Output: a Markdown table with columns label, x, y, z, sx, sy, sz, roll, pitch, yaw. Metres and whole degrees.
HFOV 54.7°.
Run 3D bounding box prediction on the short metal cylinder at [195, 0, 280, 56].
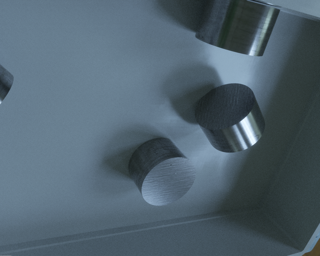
| label | x | y | z | sx | sy | sz | roll | pitch | yaw |
| --- | --- | --- | --- | --- | --- | --- | --- | --- | --- |
| short metal cylinder | 0.085 | -0.117 | 0.347 | 0.081 | 0.080 | 0.050 | 1 | 118 | -29 |

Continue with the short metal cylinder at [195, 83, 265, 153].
| label | x | y | z | sx | sy | sz | roll | pitch | yaw |
| --- | --- | --- | --- | --- | --- | --- | --- | --- | --- |
| short metal cylinder | 0.094 | -0.014 | 0.415 | 0.080 | 0.080 | 0.050 | -39 | 129 | -2 |

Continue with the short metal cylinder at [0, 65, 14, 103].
| label | x | y | z | sx | sy | sz | roll | pitch | yaw |
| --- | --- | --- | --- | --- | --- | --- | --- | --- | --- |
| short metal cylinder | -0.173 | -0.034 | 0.257 | 0.080 | 0.080 | 0.050 | -40 | 130 | -1 |

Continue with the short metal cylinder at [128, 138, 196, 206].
| label | x | y | z | sx | sy | sz | roll | pitch | yaw |
| --- | --- | --- | --- | --- | --- | --- | --- | --- | --- |
| short metal cylinder | 0.002 | 0.060 | 0.431 | 0.081 | 0.050 | 0.079 | -14 | 124 | -21 |
